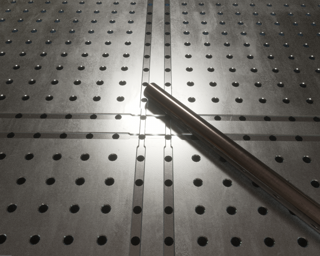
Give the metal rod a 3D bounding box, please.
[{"bbox_3d":[0.088,0.029,0.384,0.025,0.025,0.300,-35,59,-26],"label":"metal rod"}]
